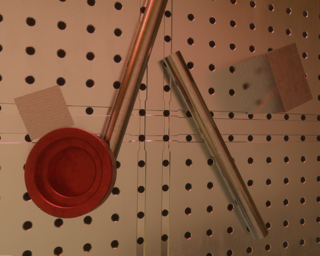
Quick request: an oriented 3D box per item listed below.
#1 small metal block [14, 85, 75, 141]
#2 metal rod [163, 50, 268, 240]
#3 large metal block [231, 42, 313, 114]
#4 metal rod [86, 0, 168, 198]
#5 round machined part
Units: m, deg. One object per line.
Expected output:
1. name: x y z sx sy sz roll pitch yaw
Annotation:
1. small metal block: -0.135 -0.018 0.363 0.050 0.025 0.050 -22 98 -19
2. metal rod: 0.084 0.031 0.445 0.025 0.025 0.299 -31 101 -18
3. large metal block: 0.157 -0.067 0.443 0.050 0.080 0.080 -24 98 -19
4. metal rod: -0.038 -0.056 0.399 0.025 0.025 0.299 19 83 -19
5. round machined part: -0.098 0.050 0.355 0.099 0.042 0.097 -1 82 5
